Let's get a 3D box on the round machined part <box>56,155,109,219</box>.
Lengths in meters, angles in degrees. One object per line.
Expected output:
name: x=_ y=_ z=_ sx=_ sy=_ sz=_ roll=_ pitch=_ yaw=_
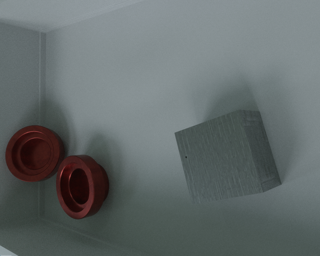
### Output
round machined part: x=-0.119 y=0.091 z=0.491 sx=0.098 sy=0.042 sz=0.097 roll=0 pitch=90 yaw=39

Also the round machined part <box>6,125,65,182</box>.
round machined part: x=-0.217 y=0.047 z=0.551 sx=0.099 sy=0.042 sz=0.097 roll=-1 pitch=81 yaw=6

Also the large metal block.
large metal block: x=0.071 y=0.032 z=0.331 sx=0.080 sy=0.050 sz=0.080 roll=-21 pitch=77 yaw=37
